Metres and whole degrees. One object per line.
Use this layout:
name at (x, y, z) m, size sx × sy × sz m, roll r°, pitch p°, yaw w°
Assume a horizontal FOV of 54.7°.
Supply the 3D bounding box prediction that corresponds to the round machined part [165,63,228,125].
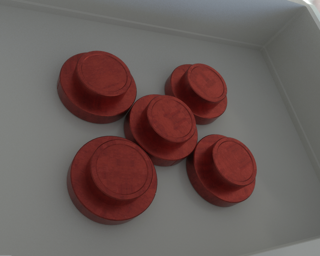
round machined part at (0.060, -0.057, 0.462) m, size 0.099 × 0.042 × 0.098 m, roll 14°, pitch 56°, yaw -21°

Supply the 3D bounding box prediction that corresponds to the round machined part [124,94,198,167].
round machined part at (0.007, -0.003, 0.399) m, size 0.099 × 0.042 × 0.098 m, roll 14°, pitch 56°, yaw -21°

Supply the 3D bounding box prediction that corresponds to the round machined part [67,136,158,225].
round machined part at (-0.047, 0.051, 0.337) m, size 0.099 × 0.042 × 0.098 m, roll 14°, pitch 56°, yaw -21°

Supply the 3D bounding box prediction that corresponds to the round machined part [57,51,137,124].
round machined part at (-0.075, -0.058, 0.389) m, size 0.099 × 0.042 × 0.098 m, roll 14°, pitch 56°, yaw -21°

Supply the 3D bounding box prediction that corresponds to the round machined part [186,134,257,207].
round machined part at (0.088, 0.051, 0.411) m, size 0.099 × 0.042 × 0.098 m, roll 14°, pitch 56°, yaw -21°
